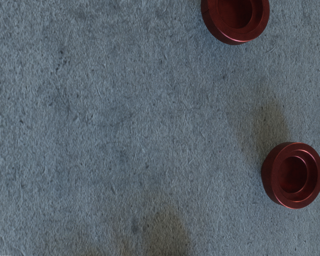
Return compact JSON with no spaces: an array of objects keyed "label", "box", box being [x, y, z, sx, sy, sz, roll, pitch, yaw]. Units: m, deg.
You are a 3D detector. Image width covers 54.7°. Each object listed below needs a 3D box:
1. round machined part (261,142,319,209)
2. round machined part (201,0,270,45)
[{"label":"round machined part","box":[0.195,0.070,0.472,0.099,0.042,0.097,0,90,-20]},{"label":"round machined part","box":[0.101,-0.165,0.437,0.099,0.042,0.097,0,90,-20]}]
